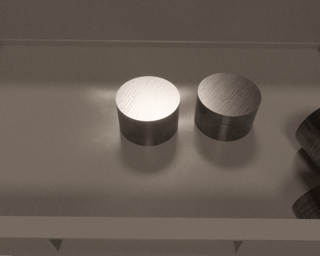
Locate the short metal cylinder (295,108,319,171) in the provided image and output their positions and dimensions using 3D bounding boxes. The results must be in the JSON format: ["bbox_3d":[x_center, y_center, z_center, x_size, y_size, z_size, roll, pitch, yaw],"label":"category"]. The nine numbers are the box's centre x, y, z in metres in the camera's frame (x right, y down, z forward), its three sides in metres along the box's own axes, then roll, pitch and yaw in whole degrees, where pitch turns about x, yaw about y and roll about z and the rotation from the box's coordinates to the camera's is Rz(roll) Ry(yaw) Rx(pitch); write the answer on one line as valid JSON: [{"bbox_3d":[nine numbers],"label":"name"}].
[{"bbox_3d":[0.210,0.011,0.363,0.081,0.080,0.050,-13,52,-11],"label":"short metal cylinder"}]

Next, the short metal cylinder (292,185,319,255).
[{"bbox_3d":[0.179,0.087,0.299,0.081,0.080,0.050,-10,51,-9],"label":"short metal cylinder"}]

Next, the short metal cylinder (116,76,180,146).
[{"bbox_3d":[-0.015,-0.023,0.408,0.081,0.050,0.080,0,50,0],"label":"short metal cylinder"}]

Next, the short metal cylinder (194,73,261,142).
[{"bbox_3d":[0.088,-0.029,0.414,0.081,0.050,0.080,0,50,0],"label":"short metal cylinder"}]
